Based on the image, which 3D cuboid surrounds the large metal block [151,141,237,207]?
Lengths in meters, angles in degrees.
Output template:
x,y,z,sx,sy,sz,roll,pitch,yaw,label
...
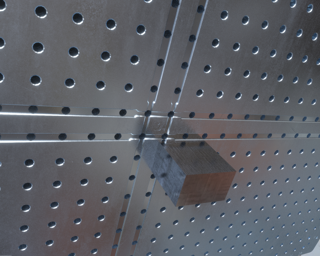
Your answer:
x,y,z,sx,sy,sz,roll,pitch,yaw,label
0.045,0.060,0.436,0.081,0.080,0.050,1,118,-29,large metal block
